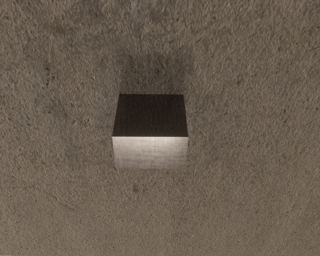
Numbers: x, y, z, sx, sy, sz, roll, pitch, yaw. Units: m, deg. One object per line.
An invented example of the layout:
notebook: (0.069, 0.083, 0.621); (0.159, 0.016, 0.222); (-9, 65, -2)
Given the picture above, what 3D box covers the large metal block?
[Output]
large metal block: (-0.011, 0.002, 0.373); (0.081, 0.080, 0.050); (0, 130, -1)
